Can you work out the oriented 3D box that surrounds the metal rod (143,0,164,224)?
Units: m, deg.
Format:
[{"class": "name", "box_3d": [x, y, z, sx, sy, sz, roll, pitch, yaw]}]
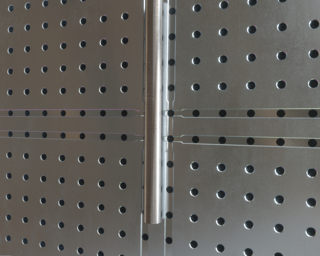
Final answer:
[{"class": "metal rod", "box_3d": [-0.009, -0.024, 0.416, 0.025, 0.025, 0.298, 1, 90, 20]}]
